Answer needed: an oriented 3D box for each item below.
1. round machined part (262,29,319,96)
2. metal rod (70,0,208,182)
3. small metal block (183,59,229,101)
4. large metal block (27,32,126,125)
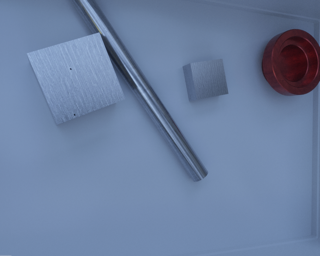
[{"bbox_3d":[0.198,-0.098,0.476,0.099,0.042,0.097,0,90,-21],"label":"round machined part"},{"bbox_3d":[-0.025,-0.054,0.401,0.025,0.025,0.299,-38,102,-16],"label":"metal rod"},{"bbox_3d":[0.064,-0.067,0.435,0.050,0.025,0.050,-12,94,-20],"label":"small metal block"},{"bbox_3d":[-0.097,-0.055,0.362,0.081,0.050,0.080,-23,98,-19],"label":"large metal block"}]
